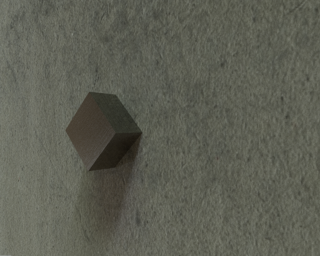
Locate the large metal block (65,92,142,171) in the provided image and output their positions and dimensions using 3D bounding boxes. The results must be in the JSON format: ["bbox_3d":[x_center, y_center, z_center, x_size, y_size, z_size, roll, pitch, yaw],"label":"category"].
[{"bbox_3d":[-0.085,0.005,0.456,0.080,0.050,0.080,-51,61,27],"label":"large metal block"}]
